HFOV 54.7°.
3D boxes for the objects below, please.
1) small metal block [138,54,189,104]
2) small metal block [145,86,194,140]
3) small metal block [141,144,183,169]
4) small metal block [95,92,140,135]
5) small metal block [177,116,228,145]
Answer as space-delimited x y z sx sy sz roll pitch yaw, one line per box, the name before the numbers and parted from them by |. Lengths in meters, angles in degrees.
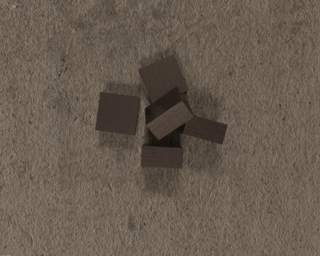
small metal block | 0.005 -0.062 0.410 0.050 0.025 0.050 -23 90 0
small metal block | 0.010 -0.019 0.376 0.050 0.050 0.025 -34 114 12
small metal block | 0.002 0.035 0.398 0.050 0.050 0.025 3 90 -1
small metal block | -0.055 -0.019 0.409 0.050 0.025 0.050 7 90 -1
small metal block | 0.052 0.001 0.396 0.050 0.050 0.025 15 90 -6
